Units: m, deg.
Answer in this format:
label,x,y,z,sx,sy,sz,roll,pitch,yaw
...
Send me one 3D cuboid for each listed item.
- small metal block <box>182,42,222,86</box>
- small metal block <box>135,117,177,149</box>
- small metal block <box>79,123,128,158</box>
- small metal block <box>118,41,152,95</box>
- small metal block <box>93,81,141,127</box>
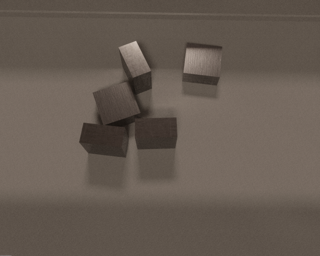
label,x,y,z,sx,sy,sz,roll,pitch,yaw
small metal block,0.060,-0.092,0.444,0.050,0.025,0.050,7,70,2
small metal block,-0.005,0.008,0.393,0.050,0.050,0.025,-2,70,-1
small metal block,-0.068,0.016,0.390,0.050,0.050,0.025,6,70,2
small metal block,-0.033,-0.081,0.426,0.025,0.050,0.050,-23,72,-8
small metal block,-0.058,-0.029,0.420,0.050,0.025,0.050,-19,71,-7
